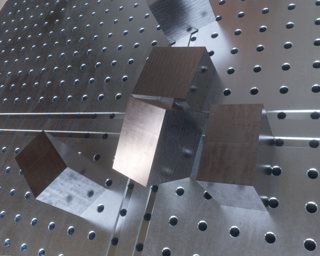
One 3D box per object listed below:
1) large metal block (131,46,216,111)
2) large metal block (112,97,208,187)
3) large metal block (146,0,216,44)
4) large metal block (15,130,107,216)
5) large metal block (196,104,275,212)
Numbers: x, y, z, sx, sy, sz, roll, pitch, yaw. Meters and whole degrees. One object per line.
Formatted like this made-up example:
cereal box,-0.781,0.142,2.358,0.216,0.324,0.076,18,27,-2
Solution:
large metal block,0.021,-0.063,0.421,0.080,0.050,0.080,9,66,32
large metal block,0.002,0.013,0.346,0.050,0.080,0.080,22,103,36
large metal block,0.030,-0.190,0.474,0.080,0.080,0.050,-25,53,13
large metal block,-0.129,0.060,0.405,0.050,0.080,0.080,-46,51,-3
large metal block,0.080,0.031,0.312,0.050,0.080,0.080,1,62,29
